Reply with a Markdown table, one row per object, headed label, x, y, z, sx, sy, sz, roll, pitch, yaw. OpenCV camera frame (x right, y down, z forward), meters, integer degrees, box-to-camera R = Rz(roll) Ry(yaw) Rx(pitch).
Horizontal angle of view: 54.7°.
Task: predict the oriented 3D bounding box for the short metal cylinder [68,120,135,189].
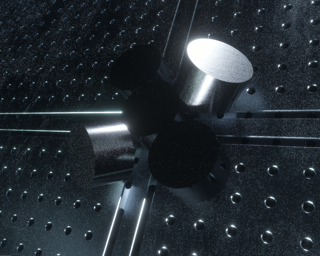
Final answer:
| label | x | y | z | sx | sy | sz | roll | pitch | yaw |
| --- | --- | --- | --- | --- | --- | --- | --- | --- | --- |
| short metal cylinder | -0.074 | 0.031 | 0.384 | 0.080 | 0.050 | 0.079 | 12 | 105 | 52 |

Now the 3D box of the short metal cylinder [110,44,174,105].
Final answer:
| label | x | y | z | sx | sy | sz | roll | pitch | yaw |
| --- | --- | --- | --- | --- | --- | --- | --- | --- | --- |
| short metal cylinder | -0.025 | -0.073 | 0.448 | 0.080 | 0.050 | 0.080 | -13 | 56 | 20 |

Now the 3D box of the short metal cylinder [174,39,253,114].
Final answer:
| label | x | y | z | sx | sy | sz | roll | pitch | yaw |
| --- | --- | --- | --- | --- | --- | --- | --- | --- | --- |
| short metal cylinder | 0.063 | -0.062 | 0.371 | 0.081 | 0.050 | 0.080 | 11 | 46 | -11 |

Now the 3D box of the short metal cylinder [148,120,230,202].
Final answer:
| label | x | y | z | sx | sy | sz | roll | pitch | yaw |
| --- | --- | --- | --- | --- | --- | --- | --- | --- | --- |
| short metal cylinder | 0.034 | 0.038 | 0.350 | 0.080 | 0.050 | 0.080 | -13 | 56 | 20 |

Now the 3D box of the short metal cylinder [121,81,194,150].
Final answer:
| label | x | y | z | sx | sy | sz | roll | pitch | yaw |
| --- | --- | --- | --- | --- | --- | --- | --- | --- | --- |
| short metal cylinder | -0.002 | -0.014 | 0.400 | 0.080 | 0.050 | 0.080 | -13 | 56 | 20 |
